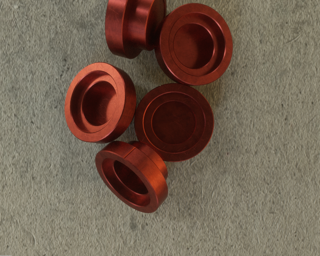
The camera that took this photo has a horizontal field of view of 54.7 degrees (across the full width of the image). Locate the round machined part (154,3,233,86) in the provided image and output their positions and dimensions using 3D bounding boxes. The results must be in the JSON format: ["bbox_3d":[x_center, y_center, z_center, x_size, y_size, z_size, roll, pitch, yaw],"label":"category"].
[{"bbox_3d":[0.039,-0.102,0.391,0.099,0.042,0.097,-2,94,-21],"label":"round machined part"}]

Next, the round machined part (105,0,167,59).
[{"bbox_3d":[-0.023,-0.130,0.370,0.042,0.098,0.098,18,90,12],"label":"round machined part"}]

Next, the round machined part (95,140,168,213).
[{"bbox_3d":[-0.029,0.054,0.383,0.098,0.098,0.042,46,54,0],"label":"round machined part"}]

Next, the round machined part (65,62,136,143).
[{"bbox_3d":[-0.069,-0.029,0.386,0.098,0.042,0.098,-5,79,31],"label":"round machined part"}]

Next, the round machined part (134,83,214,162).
[{"bbox_3d":[0.017,-0.007,0.401,0.099,0.042,0.097,0,90,0],"label":"round machined part"}]
